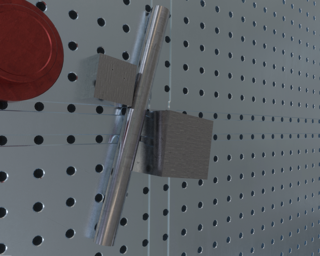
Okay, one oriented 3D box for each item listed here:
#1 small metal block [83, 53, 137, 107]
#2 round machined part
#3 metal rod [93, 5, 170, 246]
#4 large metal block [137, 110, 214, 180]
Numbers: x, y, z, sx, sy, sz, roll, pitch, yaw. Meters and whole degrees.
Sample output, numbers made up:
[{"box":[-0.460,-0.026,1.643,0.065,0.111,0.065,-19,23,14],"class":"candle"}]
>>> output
[{"box":[-0.057,-0.054,0.361,0.050,0.025,0.050,12,83,-39],"class":"small metal block"},{"box":[-0.135,-0.074,0.284,0.099,0.042,0.097,0,90,-40],"class":"round machined part"},{"box":[-0.032,-0.011,0.382,0.025,0.025,0.299,21,77,-38],"class":"metal rod"},{"box":[0.021,0.024,0.411,0.081,0.050,0.080,11,83,-40],"class":"large metal block"}]
